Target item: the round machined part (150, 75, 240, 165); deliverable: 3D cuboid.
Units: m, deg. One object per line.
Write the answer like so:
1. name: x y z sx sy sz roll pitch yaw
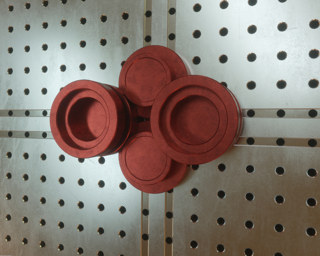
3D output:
1. round machined part: 0.042 -0.009 0.354 0.098 0.042 0.097 0 90 20

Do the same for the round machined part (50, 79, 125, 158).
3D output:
1. round machined part: -0.089 -0.011 0.401 0.098 0.042 0.097 0 90 20

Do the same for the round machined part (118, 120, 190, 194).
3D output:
1. round machined part: -0.011 0.038 0.407 0.098 0.042 0.097 0 90 20

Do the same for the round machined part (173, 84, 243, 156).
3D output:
1. round machined part: 0.053 -0.010 0.384 0.098 0.042 0.097 0 90 20

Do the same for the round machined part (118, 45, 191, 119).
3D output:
1. round machined part: -0.011 -0.060 0.407 0.098 0.042 0.097 0 90 20

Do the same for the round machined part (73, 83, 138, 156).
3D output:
1. round machined part: -0.075 -0.011 0.430 0.098 0.042 0.097 0 90 20
